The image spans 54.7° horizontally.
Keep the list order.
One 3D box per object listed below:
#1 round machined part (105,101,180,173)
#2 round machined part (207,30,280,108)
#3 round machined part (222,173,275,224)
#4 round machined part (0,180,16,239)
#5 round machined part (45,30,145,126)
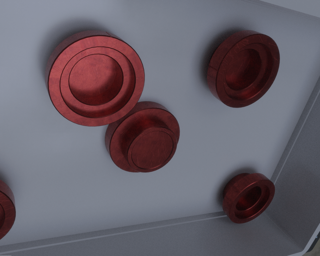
[{"bbox_3d":[-0.017,0.018,0.399,0.099,0.042,0.097,-14,124,-21],"label":"round machined part"},{"bbox_3d":[0.103,-0.079,0.405,0.099,0.042,0.097,-14,124,-21],"label":"round machined part"},{"bbox_3d":[0.153,0.120,0.555,0.099,0.042,0.097,-14,124,-21],"label":"round machined part"},{"bbox_3d":[-0.212,0.086,0.335,0.099,0.042,0.097,-14,124,-21],"label":"round machined part"},{"bbox_3d":[-0.069,-0.054,0.326,0.099,0.042,0.097,-14,124,-21],"label":"round machined part"}]
